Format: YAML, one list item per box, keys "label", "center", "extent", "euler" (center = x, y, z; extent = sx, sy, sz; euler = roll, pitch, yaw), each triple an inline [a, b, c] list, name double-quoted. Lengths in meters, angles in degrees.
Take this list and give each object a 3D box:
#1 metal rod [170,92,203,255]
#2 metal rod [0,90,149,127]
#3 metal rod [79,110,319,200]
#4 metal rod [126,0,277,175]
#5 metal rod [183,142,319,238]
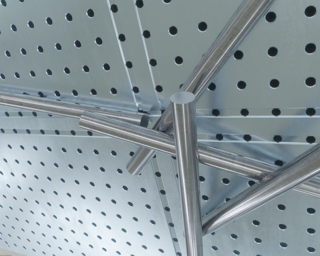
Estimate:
- label: "metal rod"
  center: [0.039, 0.091, 0.394]
  extent: [0.025, 0.025, 0.298]
  euler: [9, 128, 23]
- label: "metal rod"
  center: [-0.158, -0.031, 0.472]
  extent: [0.301, 0.025, 0.025]
  euler: [10, 123, 22]
- label: "metal rod"
  center: [0.044, 0.030, 0.380]
  extent: [0.301, 0.025, 0.025]
  euler: [16, 125, 9]
- label: "metal rod"
  center: [0.029, -0.033, 0.374]
  extent: [0.025, 0.025, 0.298]
  euler: [38, 129, 2]
- label: "metal rod"
  center: [0.105, 0.090, 0.377]
  extent: [0.025, 0.025, 0.298]
  euler: [38, 139, 2]
